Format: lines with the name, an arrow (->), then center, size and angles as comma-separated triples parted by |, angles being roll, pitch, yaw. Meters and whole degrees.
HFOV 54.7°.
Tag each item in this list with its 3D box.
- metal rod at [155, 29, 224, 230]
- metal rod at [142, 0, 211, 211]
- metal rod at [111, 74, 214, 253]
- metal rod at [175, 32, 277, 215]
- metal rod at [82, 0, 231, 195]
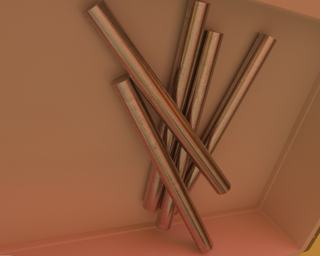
metal rod -> 0.035, 0.018, 0.430 | 0.025, 0.025, 0.298 | 0, 116, -29
metal rod -> 0.015, -0.011, 0.411 | 0.025, 0.025, 0.298 | -2, 119, -28
metal rod -> 0.014, 0.065, 0.419 | 0.025, 0.025, 0.299 | -31, 117, -9
metal rod -> 0.082, 0.005, 0.458 | 0.025, 0.025, 0.298 | 14, 111, -35
metal rod -> 0.013, -0.016, 0.376 | 0.025, 0.025, 0.300 | -39, 120, -2
